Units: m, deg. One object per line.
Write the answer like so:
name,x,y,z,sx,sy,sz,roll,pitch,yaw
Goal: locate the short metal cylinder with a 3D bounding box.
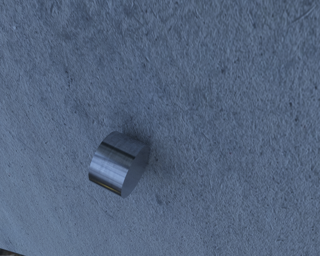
short metal cylinder,-0.055,0.050,0.432,0.050,0.080,0.079,24,127,14
